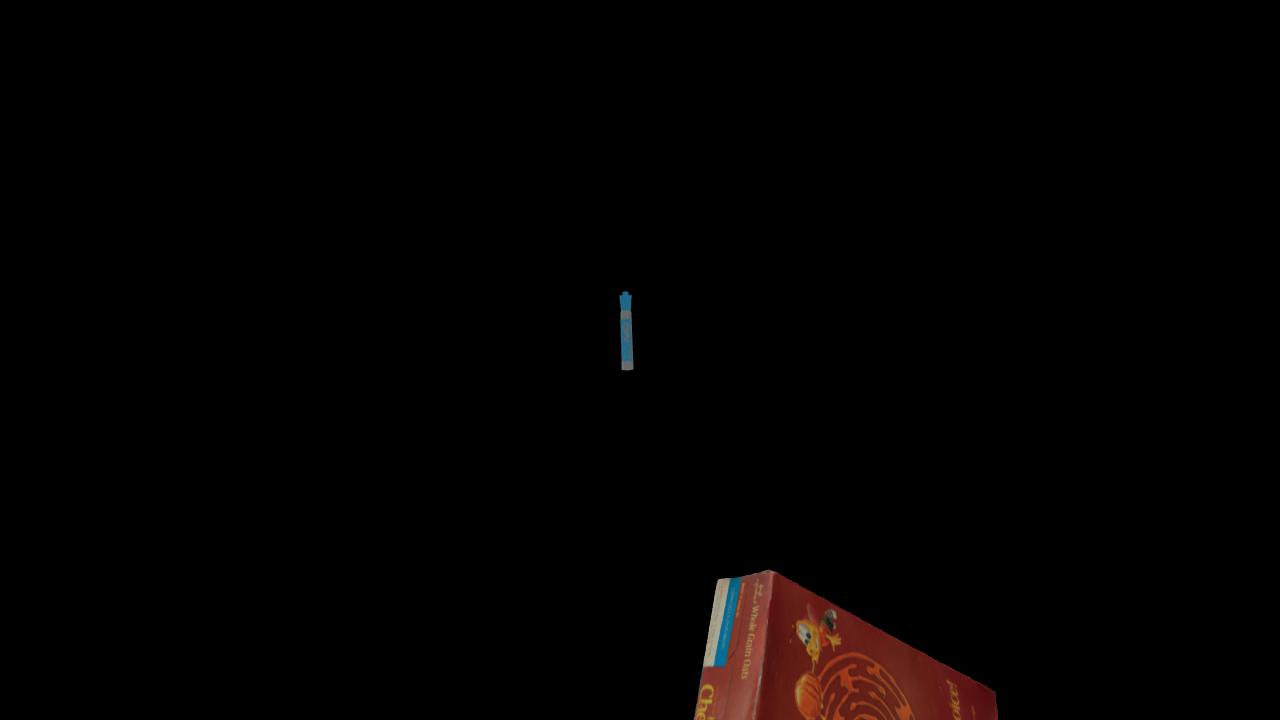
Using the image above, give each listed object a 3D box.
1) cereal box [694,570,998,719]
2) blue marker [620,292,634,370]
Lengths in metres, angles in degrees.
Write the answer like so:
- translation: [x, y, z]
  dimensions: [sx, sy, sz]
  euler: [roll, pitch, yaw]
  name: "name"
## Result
- translation: [0.177, 0.328, 0.501]
  dimensions: [0.306, 0.203, 0.081]
  euler: [32, -38, -20]
  name: "cereal box"
- translation: [-0.021, -0.045, 0.949]
  dimensions: [0.020, 0.121, 0.020]
  euler: [-2, 6, 0]
  name: "blue marker"
